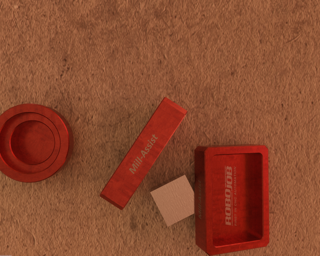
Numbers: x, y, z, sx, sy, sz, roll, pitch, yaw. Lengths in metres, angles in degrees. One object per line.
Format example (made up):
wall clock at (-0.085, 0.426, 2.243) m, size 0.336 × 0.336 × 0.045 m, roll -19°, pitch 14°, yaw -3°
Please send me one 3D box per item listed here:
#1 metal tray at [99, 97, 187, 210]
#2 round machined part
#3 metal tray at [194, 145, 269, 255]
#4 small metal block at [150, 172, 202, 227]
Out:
metal tray at (-0.018, 0.028, 0.377) m, size 0.030 × 0.090 × 0.130 m, roll 34°, pitch 90°, yaw 0°
round machined part at (-0.160, 0.018, 0.400) m, size 0.099 × 0.042 × 0.097 m, roll 0°, pitch 90°, yaw 0°
metal tray at (0.092, 0.087, 0.394) m, size 0.091 × 0.030 × 0.129 m, roll -1°, pitch 90°, yaw -19°
small metal block at (0.021, 0.093, 0.410) m, size 0.050 × 0.025 × 0.050 m, roll -27°, pitch 90°, yaw 0°
